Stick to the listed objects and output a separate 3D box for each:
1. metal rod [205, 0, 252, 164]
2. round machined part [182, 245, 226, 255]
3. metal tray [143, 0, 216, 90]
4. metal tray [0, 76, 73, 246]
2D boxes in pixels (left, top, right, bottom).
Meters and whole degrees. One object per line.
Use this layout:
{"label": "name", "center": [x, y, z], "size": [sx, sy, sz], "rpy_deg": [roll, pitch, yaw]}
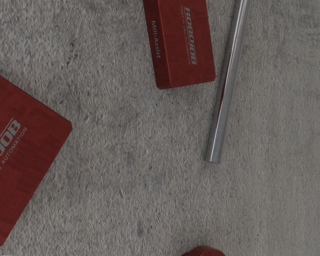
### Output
{"label": "metal rod", "center": [0.113, -0.091, 0.498], "size": [0.025, 0.025, 0.299], "rpy_deg": [21, 77, -38]}
{"label": "round machined part", "center": [0.053, 0.216, 0.438], "size": [0.099, 0.042, 0.097], "rpy_deg": [0, 90, -40]}
{"label": "metal tray", "center": [0.029, -0.123, 0.425], "size": [0.091, 0.030, 0.129], "rpy_deg": [-15, 100, -39]}
{"label": "metal tray", "center": [-0.151, 0.028, 0.275], "size": [0.090, 0.030, 0.130], "rpy_deg": [39, 66, -33]}
